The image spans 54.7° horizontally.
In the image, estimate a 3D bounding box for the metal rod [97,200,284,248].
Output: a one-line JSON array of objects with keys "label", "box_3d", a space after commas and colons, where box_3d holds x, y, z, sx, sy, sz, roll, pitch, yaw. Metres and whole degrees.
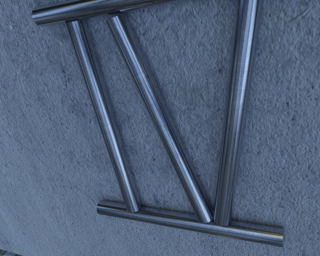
[{"label": "metal rod", "box_3d": [0.030, 0.143, 0.478, 0.301, 0.025, 0.025, 1, 119, 27]}]

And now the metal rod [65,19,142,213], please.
[{"label": "metal rod", "box_3d": [-0.073, -0.001, 0.443, 0.025, 0.025, 0.298, 1, 119, 27]}]

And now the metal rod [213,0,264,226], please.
[{"label": "metal rod", "box_3d": [0.086, 0.002, 0.362, 0.025, 0.025, 0.298, 12, 124, 21]}]

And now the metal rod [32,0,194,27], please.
[{"label": "metal rod", "box_3d": [-0.021, -0.140, 0.331, 0.301, 0.025, 0.025, 1, 119, 27]}]

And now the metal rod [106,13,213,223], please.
[{"label": "metal rod", "box_3d": [0.008, 0.001, 0.403, 0.025, 0.025, 0.299, -12, 113, 33]}]
